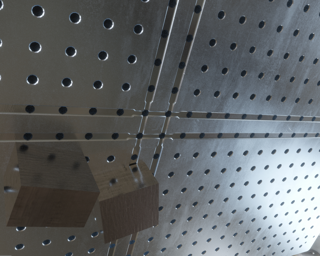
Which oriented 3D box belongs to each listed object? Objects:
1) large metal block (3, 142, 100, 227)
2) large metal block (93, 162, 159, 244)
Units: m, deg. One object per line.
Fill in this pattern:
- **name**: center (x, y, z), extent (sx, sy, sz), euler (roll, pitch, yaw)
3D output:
- **large metal block**: center (-0.124, 0.064, 0.348), extent (0.081, 0.080, 0.050), euler (14, 111, -34)
- **large metal block**: center (-0.049, 0.103, 0.434), extent (0.081, 0.050, 0.079), euler (-13, 124, -21)
